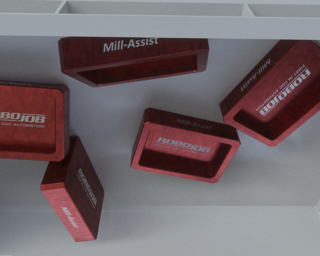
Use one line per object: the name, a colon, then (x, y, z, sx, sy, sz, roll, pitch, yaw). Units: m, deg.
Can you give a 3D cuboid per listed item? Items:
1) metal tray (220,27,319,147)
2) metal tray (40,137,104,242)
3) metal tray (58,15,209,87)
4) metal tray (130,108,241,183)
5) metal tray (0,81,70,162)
metal tray: (0.147, -0.042, 0.371, 0.090, 0.030, 0.129, 26, 125, -21)
metal tray: (-0.117, 0.089, 0.440, 0.030, 0.090, 0.129, -8, 130, 6)
metal tray: (-0.020, -0.070, 0.308, 0.131, 0.090, 0.030, -7, 88, 6)
metal tray: (0.032, 0.028, 0.429, 0.131, 0.030, 0.089, 12, 129, -10)
metal tray: (-0.178, -0.010, 0.372, 0.131, 0.030, 0.089, 4, 106, -4)
